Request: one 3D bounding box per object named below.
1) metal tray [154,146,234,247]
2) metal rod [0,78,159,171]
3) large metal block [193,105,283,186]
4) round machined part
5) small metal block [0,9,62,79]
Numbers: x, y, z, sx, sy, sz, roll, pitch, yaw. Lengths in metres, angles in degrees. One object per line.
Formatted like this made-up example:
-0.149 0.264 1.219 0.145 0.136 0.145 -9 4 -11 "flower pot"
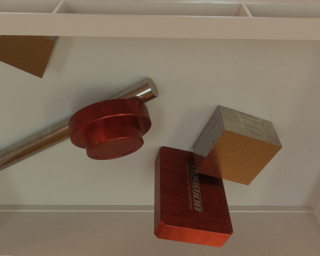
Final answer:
0.040 0.087 0.415 0.091 0.130 0.030 12 129 -11 "metal tray"
-0.139 0.009 0.414 0.300 0.025 0.025 -23 127 18 "metal rod"
0.099 0.025 0.415 0.081 0.050 0.079 16 128 -14 "large metal block"
-0.058 0.007 0.375 0.099 0.042 0.098 -14 158 -5 "round machined part"
-0.141 -0.089 0.331 0.050 0.025 0.050 23 126 -19 "small metal block"
